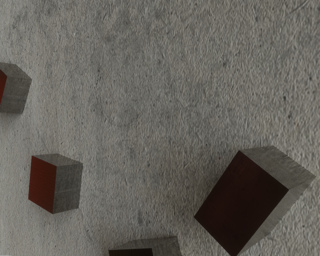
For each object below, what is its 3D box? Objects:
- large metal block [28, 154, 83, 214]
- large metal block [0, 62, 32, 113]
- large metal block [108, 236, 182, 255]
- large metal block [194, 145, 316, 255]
[{"bbox_3d":[-0.183,0.093,0.540,0.080,0.050,0.079,12,98,39],"label":"large metal block"},{"bbox_3d":[-0.322,-0.086,0.655,0.080,0.050,0.079,37,113,34],"label":"large metal block"},{"bbox_3d":[-0.015,0.190,0.401,0.080,0.050,0.080,-20,77,38],"label":"large metal block"},{"bbox_3d":[0.091,0.065,0.294,0.050,0.081,0.080,42,116,32],"label":"large metal block"}]
